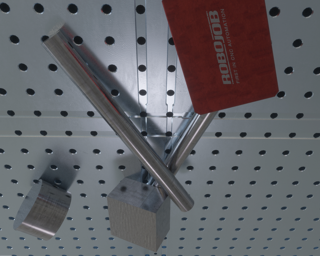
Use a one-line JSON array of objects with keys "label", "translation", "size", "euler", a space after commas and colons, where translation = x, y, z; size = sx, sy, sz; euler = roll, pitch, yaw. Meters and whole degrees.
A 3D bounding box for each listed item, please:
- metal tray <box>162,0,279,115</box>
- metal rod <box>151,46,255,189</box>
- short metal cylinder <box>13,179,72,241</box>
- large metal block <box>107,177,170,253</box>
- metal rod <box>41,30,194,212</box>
[{"label": "metal tray", "translation": [0.064, -0.085, 0.319], "size": [0.090, 0.030, 0.129], "euler": [-14, 116, 11]}, {"label": "metal rod", "translation": [0.036, 0.021, 0.429], "size": [0.025, 0.025, 0.298], "euler": [17, 128, -15]}, {"label": "short metal cylinder", "translation": [-0.182, 0.127, 0.482], "size": [0.050, 0.080, 0.080], "euler": [33, 123, -25]}, {"label": "large metal block", "translation": [-0.031, 0.133, 0.479], "size": [0.080, 0.050, 0.079], "euler": [13, 122, 22]}, {"label": "metal rod", "translation": [-0.038, 0.010, 0.399], "size": [0.025, 0.025, 0.300], "euler": [-25, 120, 20]}]
